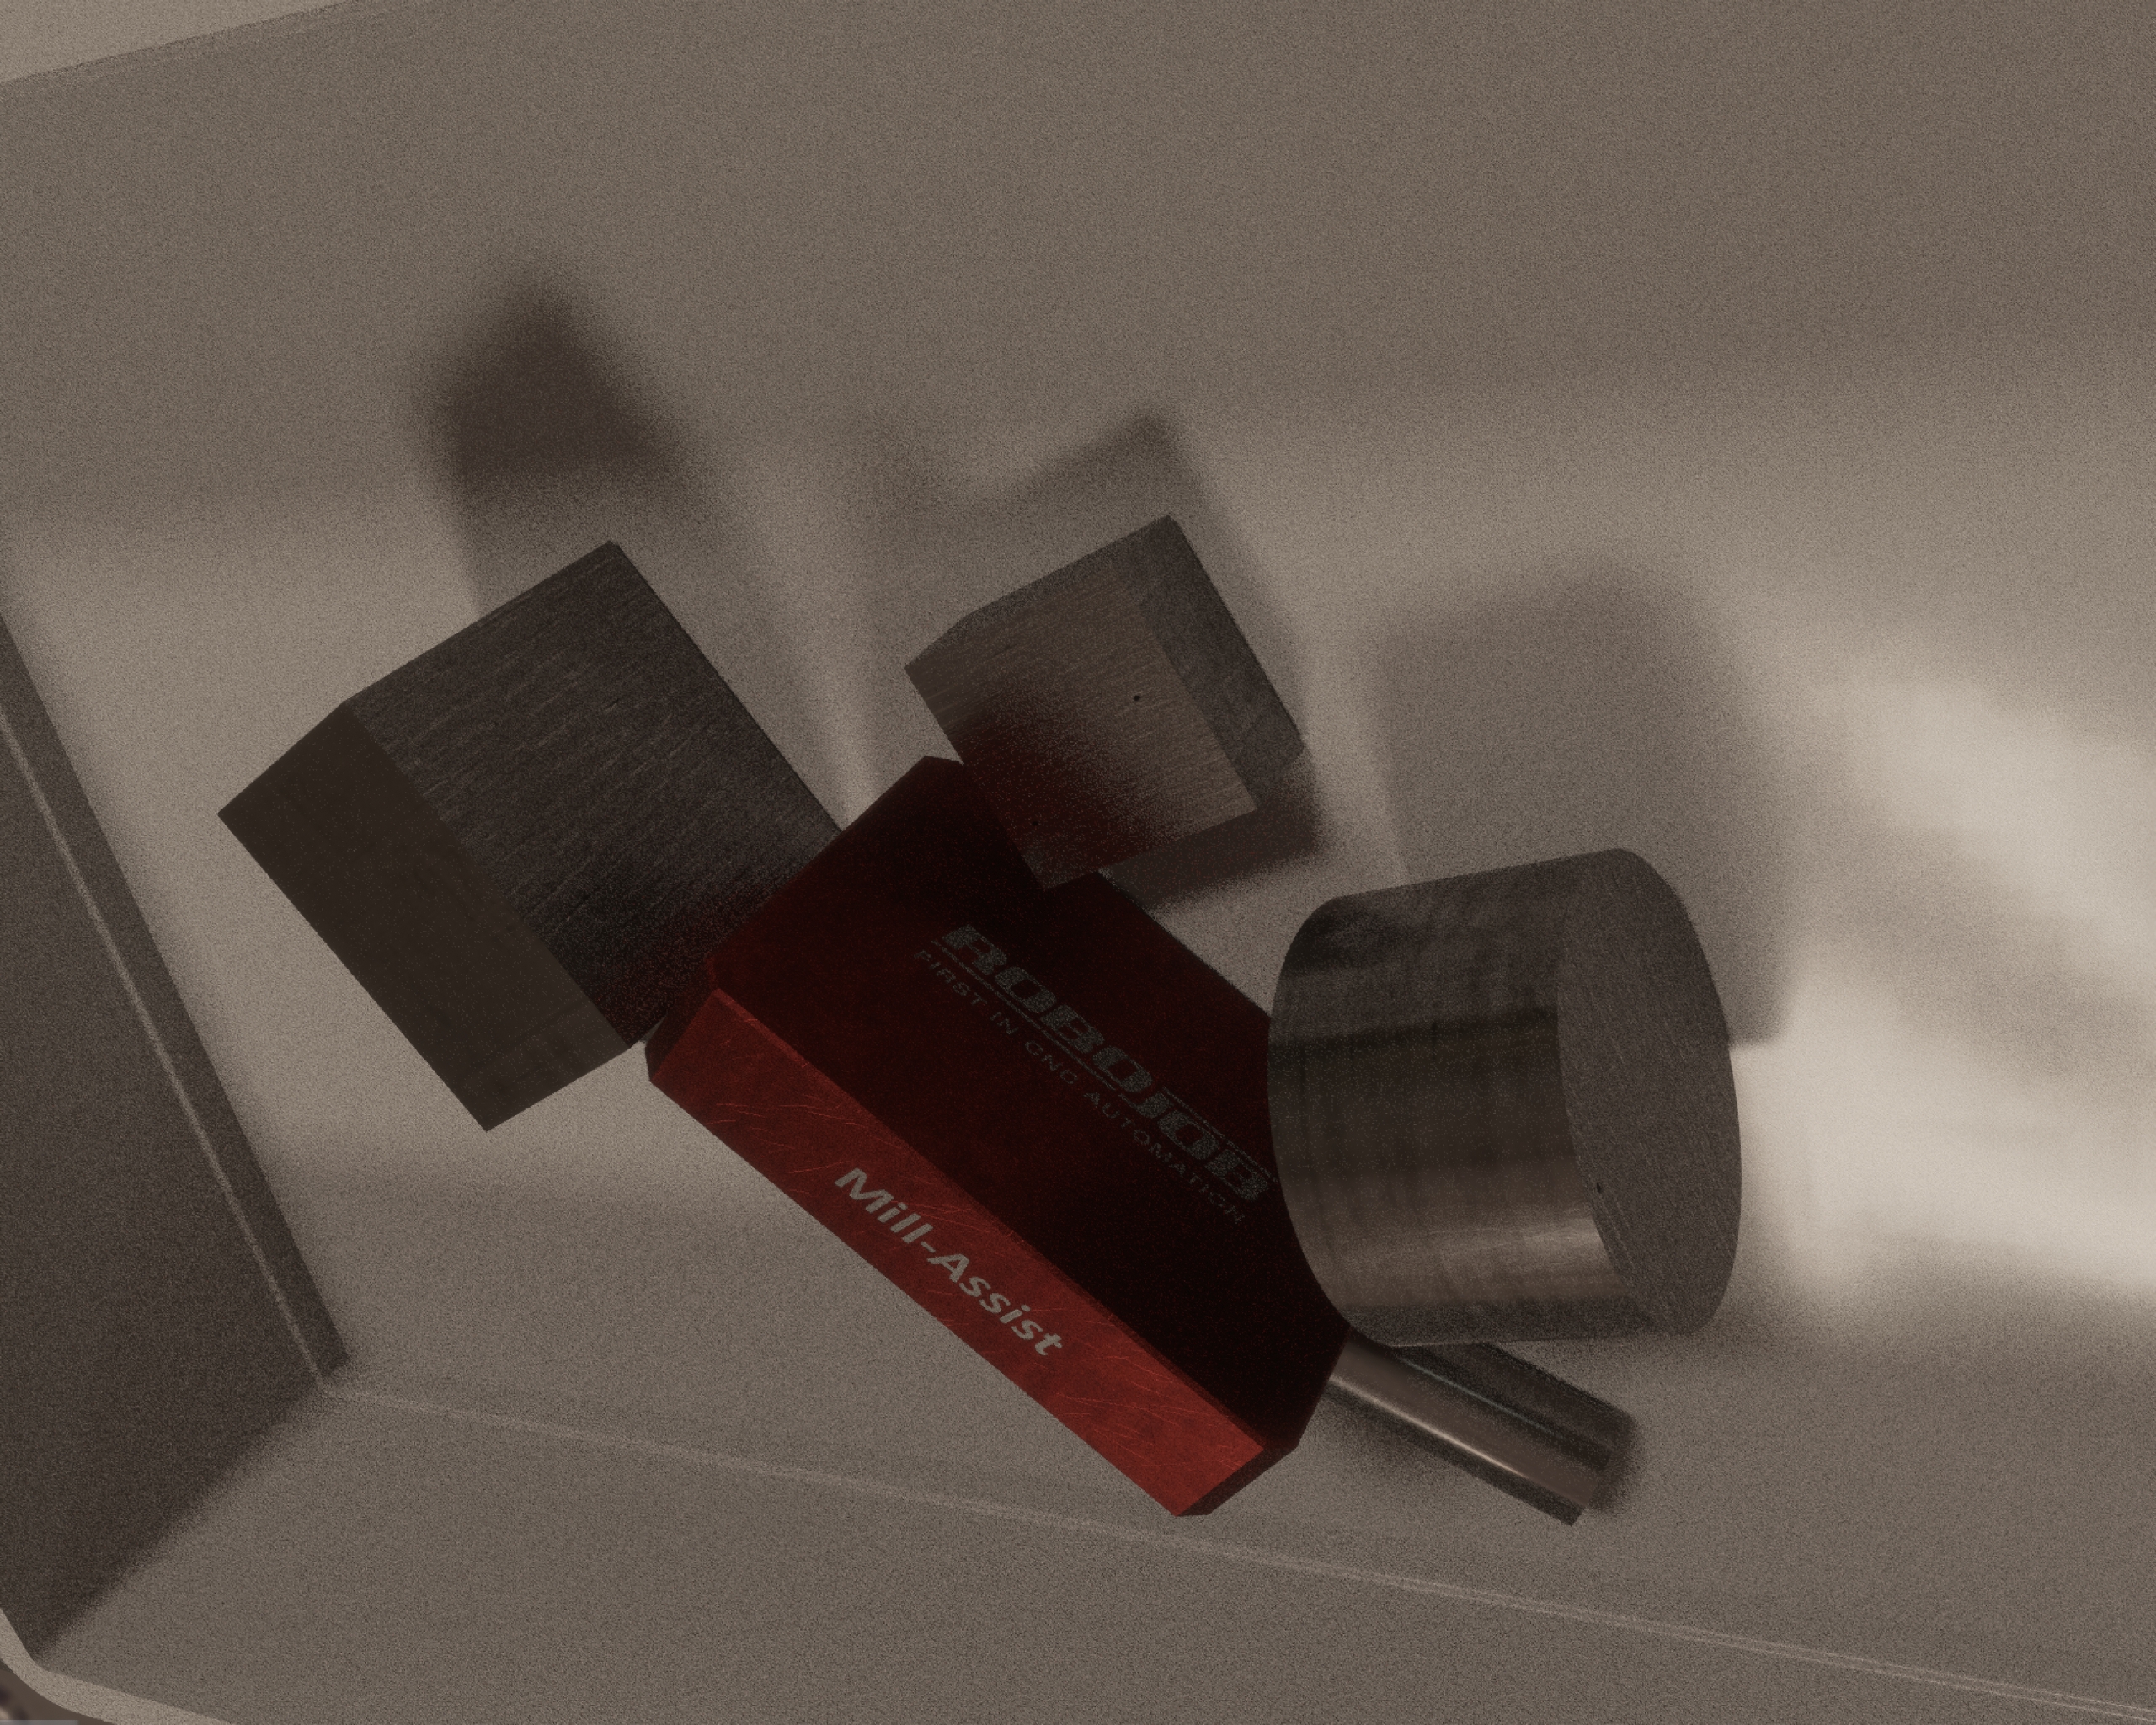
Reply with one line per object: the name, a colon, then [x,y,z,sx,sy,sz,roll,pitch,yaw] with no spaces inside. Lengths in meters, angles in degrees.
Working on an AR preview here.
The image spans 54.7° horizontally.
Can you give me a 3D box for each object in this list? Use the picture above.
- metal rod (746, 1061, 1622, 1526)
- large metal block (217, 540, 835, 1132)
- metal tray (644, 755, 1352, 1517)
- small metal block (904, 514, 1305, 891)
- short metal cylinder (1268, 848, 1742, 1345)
metal rod: [-0.027,0.061,0.457,0.301,0.025,0.025,25,127,12]
large metal block: [-0.107,-0.007,0.421,0.050,0.080,0.080,-29,102,37]
metal tray: [-0.004,0.047,0.394,0.130,0.090,0.030,40,128,1]
small metal block: [0.005,-0.029,0.384,0.050,0.025,0.050,-22,107,35]
short metal cylinder: [0.075,0.041,0.356,0.050,0.080,0.080,-12,113,34]
